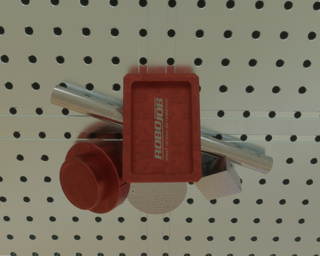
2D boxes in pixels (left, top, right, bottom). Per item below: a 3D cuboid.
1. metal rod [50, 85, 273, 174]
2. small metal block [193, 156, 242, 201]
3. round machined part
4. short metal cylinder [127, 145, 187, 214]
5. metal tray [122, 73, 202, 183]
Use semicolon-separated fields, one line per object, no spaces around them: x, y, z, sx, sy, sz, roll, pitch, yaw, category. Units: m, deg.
0.008;0.005;0.411;0.302;0.025;0.025;18;109;-7;metal rod
0.078;0.070;0.424;0.050;0.025;0.050;-21;126;24;small metal block
-0.090;0.066;0.399;0.098;0.042;0.097;9;107;31;round machined part
-0.005;0.069;0.421;0.081;0.050;0.079;0;110;0;short metal cylinder
0.002;0.000;0.375;0.091;0.030;0.129;0;81;-1;metal tray
